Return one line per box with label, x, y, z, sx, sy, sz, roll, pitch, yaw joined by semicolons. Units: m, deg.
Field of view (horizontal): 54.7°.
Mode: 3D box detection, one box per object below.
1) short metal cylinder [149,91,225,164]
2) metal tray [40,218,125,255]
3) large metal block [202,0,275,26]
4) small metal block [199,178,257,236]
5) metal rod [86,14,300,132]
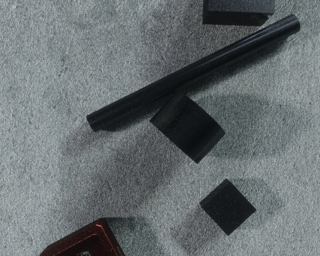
short metal cylinder;0.033;0.000;0.383;0.080;0.080;0.050;42;90;-1
metal tray;-0.085;0.198;0.406;0.090;0.030;0.130;-28;90;-1
large metal block;0.100;-0.180;0.399;0.081;0.050;0.079;2;90;-1
small metal block;0.089;0.104;0.411;0.050;0.025;0.050;-43;91;0
metal rod;0.044;-0.072;0.410;0.301;0.025;0.025;-26;90;-1
